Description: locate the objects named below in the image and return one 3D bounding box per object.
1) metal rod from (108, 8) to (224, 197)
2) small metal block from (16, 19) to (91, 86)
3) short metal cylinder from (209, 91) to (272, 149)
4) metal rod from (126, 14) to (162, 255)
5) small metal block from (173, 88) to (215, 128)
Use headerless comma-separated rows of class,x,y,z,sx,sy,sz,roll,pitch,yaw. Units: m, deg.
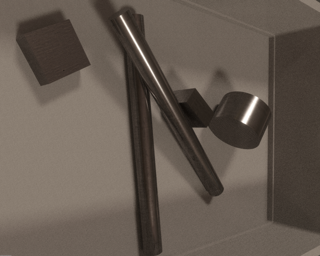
metal rod,0.022,-0.011,0.403,0.025,0.025,0.299,-51,127,-28
small metal block,-0.108,-0.077,0.317,0.050,0.025,0.050,-36,112,-34
short metal cylinder,0.123,-0.011,0.477,0.080,0.080,0.050,47,62,-31
metal rod,-0.021,0.012,0.390,0.025,0.025,0.298,-8,95,-40
small metal block,0.038,-0.026,0.424,0.050,0.050,0.025,48,61,-30
